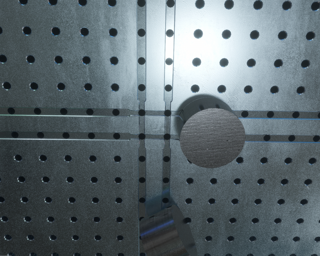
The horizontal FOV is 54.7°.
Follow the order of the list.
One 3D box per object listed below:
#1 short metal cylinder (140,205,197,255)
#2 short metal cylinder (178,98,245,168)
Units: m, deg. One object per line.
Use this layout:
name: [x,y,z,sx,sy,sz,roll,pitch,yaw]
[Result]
short metal cylinder: [0.013,0.157,0.442,0.050,0.080,0.080,-27,108,9]
short metal cylinder: [0.064,0.005,0.403,0.081,0.050,0.079,0,110,-1]
